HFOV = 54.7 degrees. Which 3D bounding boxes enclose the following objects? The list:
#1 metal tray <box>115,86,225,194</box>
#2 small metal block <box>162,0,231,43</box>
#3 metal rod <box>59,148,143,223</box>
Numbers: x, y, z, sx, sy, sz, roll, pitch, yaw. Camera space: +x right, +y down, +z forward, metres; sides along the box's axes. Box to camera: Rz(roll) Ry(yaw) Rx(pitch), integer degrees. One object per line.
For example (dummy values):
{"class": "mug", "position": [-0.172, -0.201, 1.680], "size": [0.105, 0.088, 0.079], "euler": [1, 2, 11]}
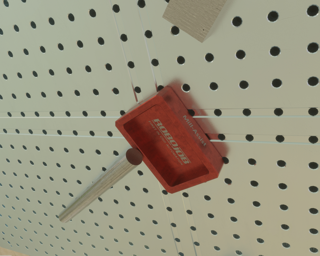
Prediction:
{"class": "metal tray", "position": [0.012, 0.020, 0.413], "size": [0.090, 0.030, 0.130], "euler": [-29, 103, 37]}
{"class": "small metal block", "position": [0.038, -0.124, 0.315], "size": [0.050, 0.025, 0.050], "euler": [35, 129, 5]}
{"class": "metal rod", "position": [-0.113, 0.108, 0.517], "size": [0.025, 0.025, 0.299], "euler": [45, 135, -3]}
